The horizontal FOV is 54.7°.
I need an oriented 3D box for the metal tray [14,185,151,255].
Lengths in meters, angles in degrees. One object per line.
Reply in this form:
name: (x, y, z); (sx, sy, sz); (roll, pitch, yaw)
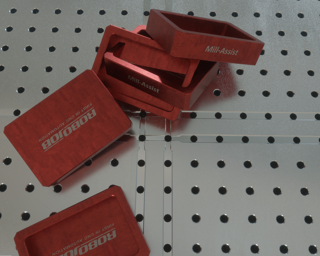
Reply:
metal tray: (-0.087, 0.135, 0.358); (0.131, 0.030, 0.090); (-25, 72, -9)

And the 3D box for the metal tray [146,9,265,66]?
metal tray: (0.058, -0.119, 0.404); (0.131, 0.030, 0.090); (-1, 35, -27)

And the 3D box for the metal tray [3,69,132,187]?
metal tray: (-0.112, 0.000, 0.389); (0.130, 0.030, 0.090); (-37, 87, -5)

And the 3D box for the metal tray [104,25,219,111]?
metal tray: (0.003, -0.086, 0.417); (0.130, 0.030, 0.090); (27, 56, 18)

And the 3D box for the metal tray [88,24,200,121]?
metal tray: (-0.022, -0.073, 0.416); (0.131, 0.030, 0.089); (21, 96, 7)
